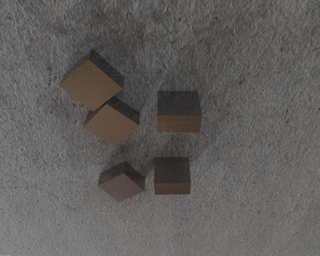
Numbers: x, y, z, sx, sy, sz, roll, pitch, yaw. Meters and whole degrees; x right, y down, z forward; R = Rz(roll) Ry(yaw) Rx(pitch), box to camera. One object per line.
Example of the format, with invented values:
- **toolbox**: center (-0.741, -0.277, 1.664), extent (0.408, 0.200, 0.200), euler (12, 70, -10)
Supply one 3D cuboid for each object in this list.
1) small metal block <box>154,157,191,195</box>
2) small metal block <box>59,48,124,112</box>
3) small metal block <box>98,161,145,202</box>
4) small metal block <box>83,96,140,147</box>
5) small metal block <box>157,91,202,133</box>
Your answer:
- **small metal block**: center (0.018, 0.069, 0.449), extent (0.050, 0.050, 0.025), euler (-1, 130, 0)
- **small metal block**: center (-0.078, -0.055, 0.360), extent (0.050, 0.025, 0.050), euler (-34, 123, 25)
- **small metal block**: center (-0.058, 0.084, 0.478), extent (0.050, 0.025, 0.050), euler (-28, 125, 21)
- **small metal block**: center (-0.061, -0.010, 0.398), extent (0.050, 0.025, 0.050), euler (34, 122, -26)
- **small metal block**: center (0.022, -0.020, 0.373), extent (0.050, 0.050, 0.025), euler (1, 130, -1)
